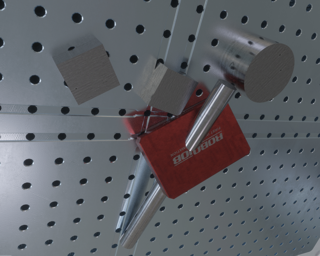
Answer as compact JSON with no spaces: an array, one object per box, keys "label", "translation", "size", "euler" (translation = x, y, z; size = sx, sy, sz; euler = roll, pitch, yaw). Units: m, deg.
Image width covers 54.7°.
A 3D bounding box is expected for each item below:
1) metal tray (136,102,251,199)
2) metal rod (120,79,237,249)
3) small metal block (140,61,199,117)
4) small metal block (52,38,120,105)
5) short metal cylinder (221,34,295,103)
[{"label":"metal tray","translation":[0.046,0.023,0.417],"size":[0.131,0.030,0.090],"euler":[-29,96,-12]},{"label":"metal rod","translation":[0.014,0.065,0.433],"size":[0.025,0.025,0.298],"euler":[12,120,-33]},{"label":"small metal block","translation":[0.012,-0.048,0.388],"size":[0.050,0.025,0.050],"euler":[18,109,-35]},{"label":"small metal block","translation":[-0.078,-0.060,0.331],"size":[0.050,0.025,0.050],"euler":[-28,128,-11]},{"label":"short metal cylinder","translation":[0.130,-0.081,0.416],"size":[0.081,0.050,0.079],"euler":[-14,124,-21]}]
